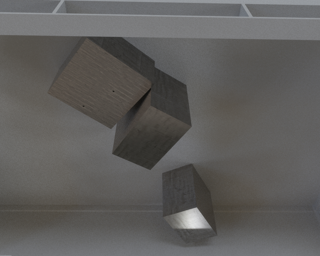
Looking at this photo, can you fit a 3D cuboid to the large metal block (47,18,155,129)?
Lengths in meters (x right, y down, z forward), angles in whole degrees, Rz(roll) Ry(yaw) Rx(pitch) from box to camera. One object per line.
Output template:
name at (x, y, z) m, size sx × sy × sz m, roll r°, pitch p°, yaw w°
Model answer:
large metal block at (-0.063, -0.057, 0.343) m, size 0.080 × 0.050 × 0.080 m, roll 32°, pitch 123°, yaw -25°

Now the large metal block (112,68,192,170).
large metal block at (-0.010, -0.012, 0.363) m, size 0.050 × 0.080 × 0.080 m, roll 27°, pitch 125°, yaw -21°

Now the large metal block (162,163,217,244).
large metal block at (0.044, 0.115, 0.472) m, size 0.050 × 0.080 × 0.080 m, roll -21°, pitch 127°, yaw 17°
